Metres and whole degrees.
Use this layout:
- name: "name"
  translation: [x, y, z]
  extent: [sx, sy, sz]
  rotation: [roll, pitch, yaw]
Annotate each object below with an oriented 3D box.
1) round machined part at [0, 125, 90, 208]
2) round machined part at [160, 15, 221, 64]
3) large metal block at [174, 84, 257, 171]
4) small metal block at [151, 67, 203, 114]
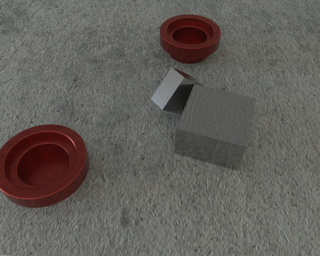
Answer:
- name: "round machined part"
  translation: [-0.130, 0.046, 0.352]
  extent: [0.099, 0.042, 0.098]
  rotation: [0, 50, 0]
- name: "round machined part"
  translation: [0.049, -0.144, 0.514]
  extent: [0.099, 0.042, 0.098]
  rotation: [0, 50, 0]
- name: "large metal block"
  translation: [0.070, -0.002, 0.390]
  extent: [0.080, 0.050, 0.080]
  rotation: [15, 52, 12]
- name: "small metal block"
  translation: [0.024, -0.048, 0.414]
  extent: [0.025, 0.050, 0.050]
  rotation: [46, 21, 31]
